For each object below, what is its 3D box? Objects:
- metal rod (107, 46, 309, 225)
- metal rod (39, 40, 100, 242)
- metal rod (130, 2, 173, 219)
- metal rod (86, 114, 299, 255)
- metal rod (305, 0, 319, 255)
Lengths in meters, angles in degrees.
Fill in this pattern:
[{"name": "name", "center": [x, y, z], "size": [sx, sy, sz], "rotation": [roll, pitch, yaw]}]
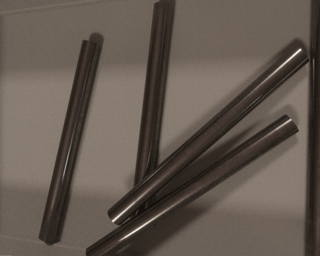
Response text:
[{"name": "metal rod", "center": [0.051, 0.015, 0.376], "size": [0.300, 0.025, 0.025], "rotation": [-42, 77, 8]}, {"name": "metal rod", "center": [-0.134, 0.022, 0.456], "size": [0.025, 0.025, 0.298], "rotation": [16, 95, 19]}, {"name": "metal rod", "center": [-0.013, -0.013, 0.414], "size": [0.025, 0.025, 0.298], "rotation": [7, 92, 19]}, {"name": "metal rod", "center": [0.032, 0.081, 0.381], "size": [0.300, 0.025, 0.025], "rotation": [-36, 79, 9]}, {"name": "metal rod", "center": [0.180, -0.009, 0.347], "size": [0.025, 0.025, 0.298], "rotation": [1, 90, 19]}]
